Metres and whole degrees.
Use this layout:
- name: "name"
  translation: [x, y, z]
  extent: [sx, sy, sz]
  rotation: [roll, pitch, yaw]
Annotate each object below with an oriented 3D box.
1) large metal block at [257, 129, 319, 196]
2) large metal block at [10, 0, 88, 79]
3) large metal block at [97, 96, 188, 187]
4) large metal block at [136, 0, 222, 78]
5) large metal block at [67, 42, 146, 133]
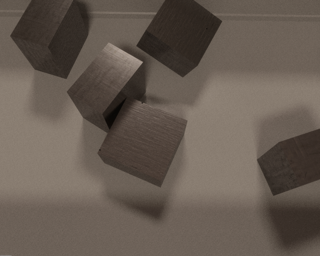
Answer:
- name: "large metal block"
  translation: [0.174, 0.039, 0.368]
  extent: [0.081, 0.080, 0.050]
  rotation: [-17, 71, -7]
- name: "large metal block"
  translation: [-0.146, -0.127, 0.425]
  extent: [0.050, 0.080, 0.080]
  rotation: [17, 71, 6]
- name: "large metal block"
  translation: [-0.020, 0.018, 0.389]
  extent: [0.080, 0.050, 0.080]
  rotation: [23, 71, 7]
- name: "large metal block"
  translation: [0.026, -0.132, 0.432]
  extent: [0.080, 0.050, 0.080]
  rotation: [32, 72, -11]
- name: "large metal block"
  translation: [-0.063, -0.046, 0.397]
  extent: [0.050, 0.080, 0.080]
  rotation: [32, 73, 11]
